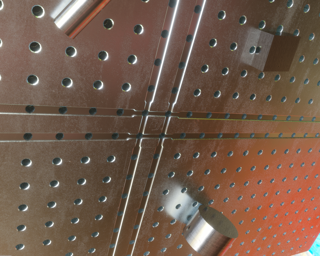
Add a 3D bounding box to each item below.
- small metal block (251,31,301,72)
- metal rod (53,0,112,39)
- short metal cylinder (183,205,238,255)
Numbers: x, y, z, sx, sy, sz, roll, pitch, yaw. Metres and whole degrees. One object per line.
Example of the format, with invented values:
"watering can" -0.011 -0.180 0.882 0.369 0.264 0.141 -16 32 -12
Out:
"small metal block" 0.163 -0.108 0.436 0.050 0.025 0.050 -5 121 -26
"metal rod" 0.016 -0.195 0.278 0.300 0.025 0.025 -42 130 9
"short metal cylinder" 0.087 0.180 0.537 0.080 0.080 0.050 22 106 -37
